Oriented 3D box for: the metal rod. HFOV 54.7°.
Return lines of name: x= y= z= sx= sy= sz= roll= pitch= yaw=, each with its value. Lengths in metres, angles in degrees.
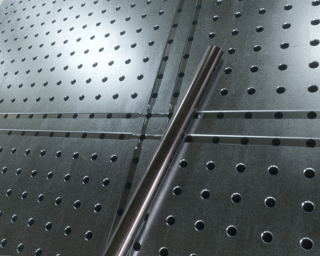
metal rod: x=0.012 y=0.020 z=0.388 sx=0.025 sy=0.025 sz=0.300 roll=15 pitch=69 yaw=34
